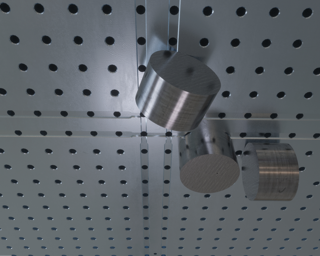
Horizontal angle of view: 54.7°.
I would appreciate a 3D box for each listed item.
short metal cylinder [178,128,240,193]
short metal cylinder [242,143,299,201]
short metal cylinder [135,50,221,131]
[{"bbox_3d":[0.067,0.047,0.436,0.081,0.050,0.079,0,130,0],"label":"short metal cylinder"},{"bbox_3d":[0.149,0.060,0.428,0.050,0.080,0.079,1,130,-1],"label":"short metal cylinder"},{"bbox_3d":[0.019,-0.042,0.340,0.081,0.080,0.050,15,128,-13],"label":"short metal cylinder"}]
